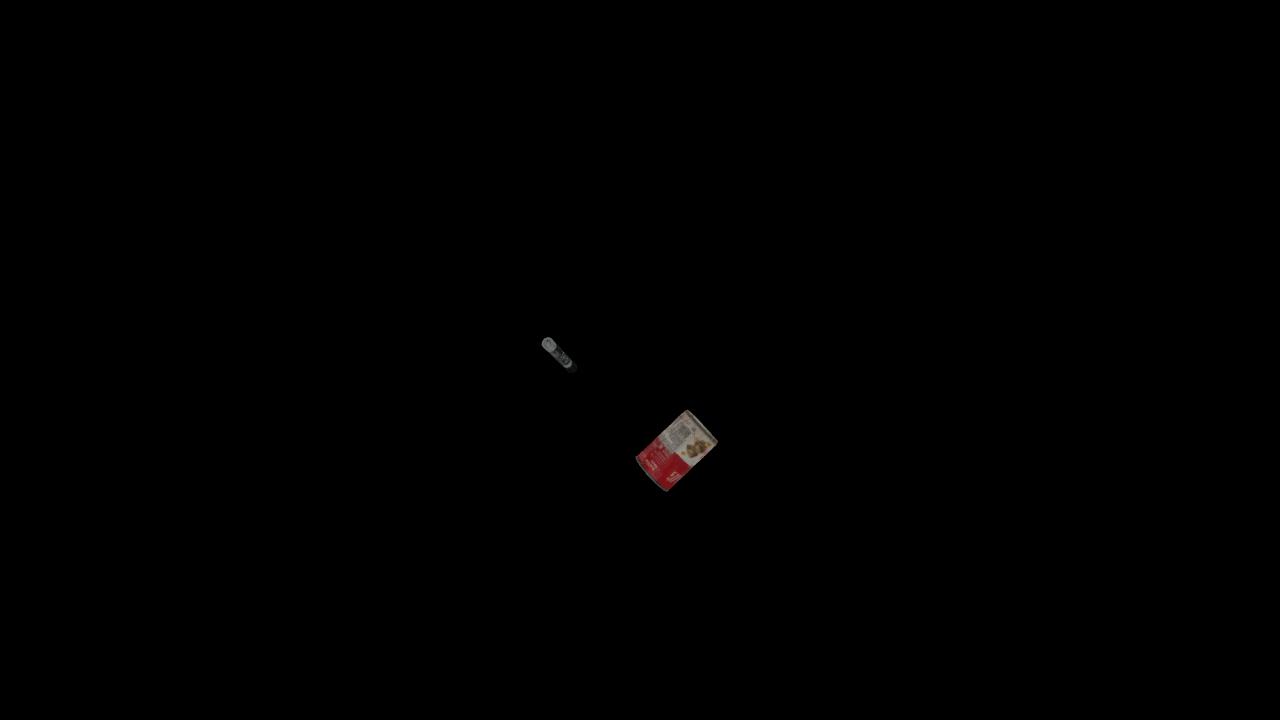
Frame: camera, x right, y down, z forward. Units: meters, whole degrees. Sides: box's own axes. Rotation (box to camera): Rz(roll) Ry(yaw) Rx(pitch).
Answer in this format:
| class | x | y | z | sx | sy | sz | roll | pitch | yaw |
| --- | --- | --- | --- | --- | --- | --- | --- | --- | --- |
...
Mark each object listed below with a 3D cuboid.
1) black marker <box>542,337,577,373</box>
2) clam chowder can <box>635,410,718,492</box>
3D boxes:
| class | x | y | z | sx | sy | sz | roll | pitch | yaw |
| --- | --- | --- | --- | --- | --- | --- | --- | --- | --- |
| black marker | -0.125 | -0.005 | 0.973 | 0.020 | 0.020 | 0.121 | 0 | -20 | 14 |
| clam chowder can | 0.053 | 0.128 | 0.877 | 0.102 | 0.068 | 0.068 | -44 | -2 | 2 |
